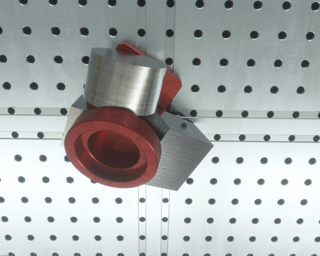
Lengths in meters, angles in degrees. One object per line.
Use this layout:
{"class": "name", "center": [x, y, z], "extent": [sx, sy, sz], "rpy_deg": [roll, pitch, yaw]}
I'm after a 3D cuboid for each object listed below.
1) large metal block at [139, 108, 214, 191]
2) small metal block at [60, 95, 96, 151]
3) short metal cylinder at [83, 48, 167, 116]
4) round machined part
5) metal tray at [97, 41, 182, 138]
{"class": "large metal block", "center": [0.006, 0.028, 0.391], "extent": [0.080, 0.050, 0.080], "rpy_deg": [21, 112, -41]}
{"class": "small metal block", "center": [-0.092, -0.006, 0.363], "extent": [0.025, 0.050, 0.050], "rpy_deg": [18, 109, -7]}
{"class": "short metal cylinder", "center": [-0.037, -0.051, 0.332], "extent": [0.081, 0.080, 0.050], "rpy_deg": [13, 110, -5]}
{"class": "round machined part", "center": [-0.047, 0.017, 0.330], "extent": [0.098, 0.042, 0.097], "rpy_deg": [7, 131, 8]}
{"class": "metal tray", "center": [-0.045, -0.033, 0.398], "extent": [0.090, 0.030, 0.129], "rpy_deg": [33, 106, -12]}
